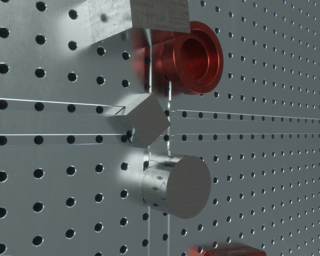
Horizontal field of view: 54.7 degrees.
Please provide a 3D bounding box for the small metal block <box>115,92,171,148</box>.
[{"bbox_3d":[-0.020,-0.010,0.392,0.050,0.025,0.050,-44,117,-31],"label":"small metal block"}]

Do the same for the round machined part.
[{"bbox_3d":[0.041,-0.095,0.432,0.099,0.042,0.097,0,90,-40],"label":"round machined part"}]

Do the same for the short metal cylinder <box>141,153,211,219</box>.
[{"bbox_3d":[0.022,0.075,0.412,0.081,0.050,0.079,0,90,-40],"label":"short metal cylinder"}]

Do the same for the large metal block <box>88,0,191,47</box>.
[{"bbox_3d":[-0.024,-0.127,0.353,0.081,0.080,0.050,-9,96,-40],"label":"large metal block"}]

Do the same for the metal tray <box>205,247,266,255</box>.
[{"bbox_3d":[0.123,0.249,0.509,0.131,0.030,0.090,13,82,-39],"label":"metal tray"}]
